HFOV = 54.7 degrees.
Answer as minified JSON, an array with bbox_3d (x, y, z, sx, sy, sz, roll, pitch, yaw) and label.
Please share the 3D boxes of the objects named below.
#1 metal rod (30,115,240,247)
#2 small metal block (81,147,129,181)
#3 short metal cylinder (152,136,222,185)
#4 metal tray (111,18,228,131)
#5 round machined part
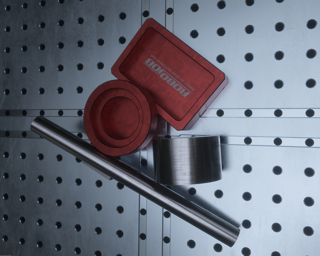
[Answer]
[{"bbox_3d":[-0.038,0.065,0.403,0.301,0.025,0.025,28,99,8],"label":"metal rod"},{"bbox_3d":[-0.075,0.038,0.438,0.050,0.025,0.050,30,99,17],"label":"small metal block"},{"bbox_3d":[0.032,0.036,0.370,0.080,0.080,0.050,-4,89,19],"label":"short metal cylinder"},{"bbox_3d":[0.010,-0.069,0.405,0.130,0.030,0.090,42,102,15],"label":"metal tray"},{"bbox_3d":[-0.048,-0.013,0.411,0.098,0.042,0.097,0,90,21],"label":"round machined part"}]
